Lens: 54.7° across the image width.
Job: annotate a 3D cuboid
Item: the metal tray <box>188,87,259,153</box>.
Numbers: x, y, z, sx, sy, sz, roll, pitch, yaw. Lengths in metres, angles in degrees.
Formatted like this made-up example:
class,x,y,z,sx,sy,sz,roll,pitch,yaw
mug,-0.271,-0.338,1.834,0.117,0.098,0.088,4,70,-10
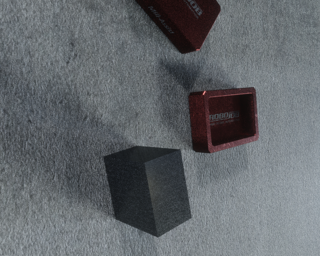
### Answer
class,x,y,z,sx,sy,sz,roll,pitch,yaw
metal tray,0.104,-0.016,0.488,0.131,0.030,0.089,-10,96,-40

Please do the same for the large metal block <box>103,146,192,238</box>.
class,x,y,z,sx,sy,sz,roll,pitch,yaw
large metal block,-0.016,0.067,0.356,0.050,0.080,0.079,-16,101,-39

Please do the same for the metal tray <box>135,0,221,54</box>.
class,x,y,z,sx,sy,sz,roll,pitch,yaw
metal tray,0.022,-0.177,0.419,0.130,0.030,0.090,42,65,-32
